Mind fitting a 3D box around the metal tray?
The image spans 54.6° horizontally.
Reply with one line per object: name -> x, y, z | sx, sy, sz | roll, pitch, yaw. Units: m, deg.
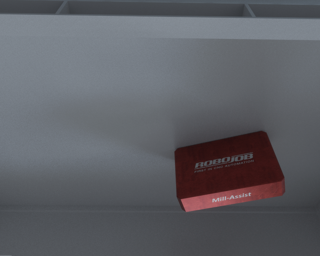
metal tray -> 0.087, 0.056, 0.414 | 0.130, 0.090, 0.030 | -12, 129, 10
